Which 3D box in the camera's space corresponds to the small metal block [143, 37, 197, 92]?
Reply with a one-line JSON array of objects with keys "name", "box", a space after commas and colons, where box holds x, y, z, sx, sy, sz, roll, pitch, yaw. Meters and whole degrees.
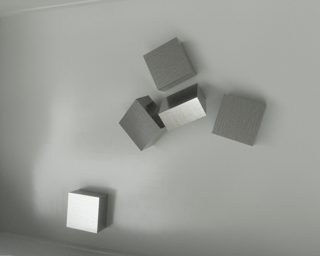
[{"name": "small metal block", "box": [0.013, -0.082, 0.406, 0.050, 0.025, 0.050, -26, 82, 18]}]

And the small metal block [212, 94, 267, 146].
[{"name": "small metal block", "box": [0.096, -0.010, 0.376, 0.050, 0.025, 0.050, 19, 96, 19]}]

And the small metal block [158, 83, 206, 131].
[{"name": "small metal block", "box": [0.029, -0.027, 0.384, 0.050, 0.050, 0.025, -23, 112, 18]}]

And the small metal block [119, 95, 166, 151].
[{"name": "small metal block", "box": [-0.020, -0.006, 0.408, 0.050, 0.025, 0.050, 51, 129, 13]}]

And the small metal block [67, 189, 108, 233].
[{"name": "small metal block", "box": [-0.105, 0.119, 0.447, 0.050, 0.025, 0.050, 4, 92, 20]}]
